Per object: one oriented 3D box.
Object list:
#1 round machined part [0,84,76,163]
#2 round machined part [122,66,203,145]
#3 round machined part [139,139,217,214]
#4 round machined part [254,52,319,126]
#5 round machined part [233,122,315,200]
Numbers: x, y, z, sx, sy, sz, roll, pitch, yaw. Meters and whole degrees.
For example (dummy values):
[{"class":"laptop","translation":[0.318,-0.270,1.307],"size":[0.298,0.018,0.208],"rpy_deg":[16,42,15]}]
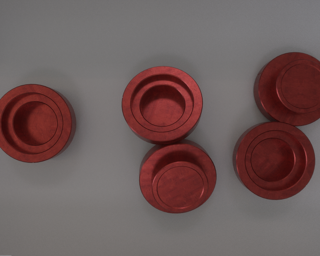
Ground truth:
[{"class":"round machined part","translation":[-0.158,-0.006,0.402],"size":[0.099,0.042,0.097],"rpy_deg":[0,90,0]},{"class":"round machined part","translation":[0.004,-0.025,0.394],"size":[0.099,0.042,0.098],"rpy_deg":[-1,73,3]},{"class":"round machined part","translation":[0.023,0.066,0.390],"size":[0.099,0.042,0.097],"rpy_deg":[-1,107,-4]},{"class":"round machined part","translation":[0.177,-0.051,0.402],"size":[0.099,0.042,0.097],"rpy_deg":[0,88,-1]},{"class":"round machined part","translation":[0.144,0.041,0.404],"size":[0.099,0.042,0.097],"rpy_deg":[0,90,0]}]
